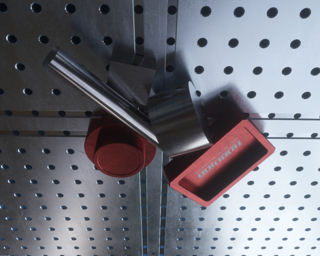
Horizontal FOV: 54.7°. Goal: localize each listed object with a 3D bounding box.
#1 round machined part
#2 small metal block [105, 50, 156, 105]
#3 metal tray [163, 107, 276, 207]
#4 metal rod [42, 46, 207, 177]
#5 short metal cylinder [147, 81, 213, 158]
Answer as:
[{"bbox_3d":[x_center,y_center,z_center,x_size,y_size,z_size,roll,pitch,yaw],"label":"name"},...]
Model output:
[{"bbox_3d":[-0.054,0.031,0.425,0.099,0.042,0.097,-1,130,0],"label":"round machined part"},{"bbox_3d":[-0.035,-0.058,0.362,0.050,0.025,0.050,10,129,-9],"label":"small metal block"},{"bbox_3d":[0.080,0.043,0.419,0.130,0.030,0.090,-43,127,12],"label":"metal tray"},{"bbox_3d":[-0.012,0.004,0.393,0.025,0.025,0.301,-32,131,24],"label":"metal rod"},{"bbox_3d":[0.026,-0.009,0.368,0.050,0.080,0.080,-20,128,15],"label":"short metal cylinder"}]
